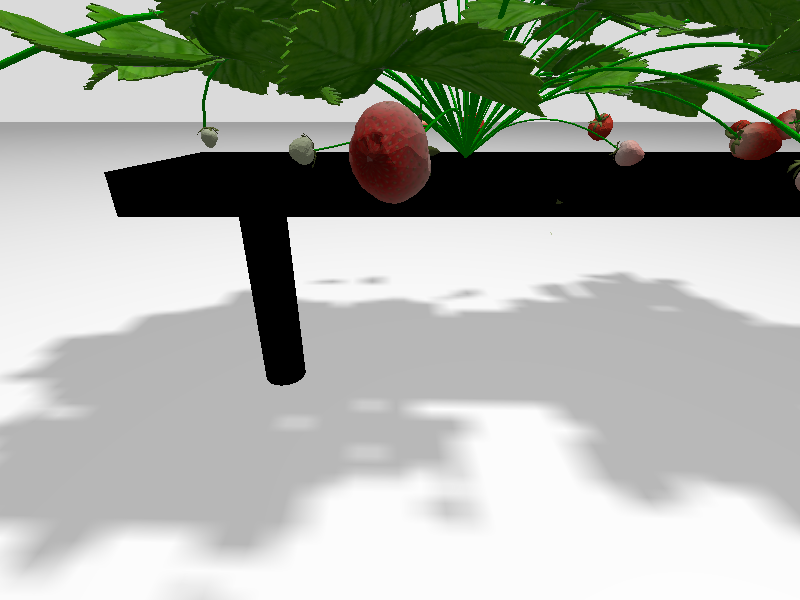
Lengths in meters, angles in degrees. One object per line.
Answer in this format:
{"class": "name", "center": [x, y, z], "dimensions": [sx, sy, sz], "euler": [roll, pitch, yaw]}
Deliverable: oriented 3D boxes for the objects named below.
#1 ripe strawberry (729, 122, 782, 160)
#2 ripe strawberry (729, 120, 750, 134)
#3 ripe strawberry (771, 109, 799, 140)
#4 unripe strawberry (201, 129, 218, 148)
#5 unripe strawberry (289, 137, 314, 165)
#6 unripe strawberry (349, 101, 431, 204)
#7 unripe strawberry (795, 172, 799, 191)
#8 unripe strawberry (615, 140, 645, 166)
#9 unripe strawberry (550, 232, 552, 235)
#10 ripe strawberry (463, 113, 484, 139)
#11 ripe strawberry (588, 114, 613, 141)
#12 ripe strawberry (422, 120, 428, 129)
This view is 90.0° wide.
{"class": "ripe strawberry", "center": [0.263, -0.116, 0.295], "dimensions": [0.030, 0.026, 0.030], "euler": [12, 26, 4]}
{"class": "ripe strawberry", "center": [0.466, -0.234, 0.550], "dimensions": [0.024, 0.025, 0.026], "euler": [-4, 25, -8]}
{"class": "ripe strawberry", "center": [0.486, -0.220, 0.505], "dimensions": [0.031, 0.035, 0.034], "euler": [-2, 8, -5]}
{"class": "unripe strawberry", "center": [-0.138, -0.117, 0.290], "dimensions": [0.011, 0.013, 0.013], "euler": [-5, 26, -10]}
{"class": "unripe strawberry", "center": [-0.069, -0.104, 0.278], "dimensions": [0.017, 0.018, 0.016], "euler": [-11, 27, -21]}
{"class": "unripe strawberry", "center": [-0.005, -0.056, 0.155], "dimensions": [0.033, 0.038, 0.036], "euler": [8, 27, 16]}
{"class": "unripe strawberry", "center": [0.172, -0.049, 0.156], "dimensions": [0.020, 0.022, 0.023], "euler": [-15, -26, -29]}
{"class": "unripe strawberry", "center": [0.158, -0.101, 0.276], "dimensions": [0.017, 0.017, 0.016], "euler": [26, 33, 19]}
{"class": "unripe strawberry", "center": [0.039, -0.019, 0.097], "dimensions": [0.009, 0.010, 0.010], "euler": [2, 25, 3]}
{"class": "ripe strawberry", "center": [0.096, -0.230, 0.532], "dimensions": [0.032, 0.034, 0.035], "euler": [4, 15, 9]}
{"class": "ripe strawberry", "center": [0.245, -0.209, 0.488], "dimensions": [0.027, 0.030, 0.029], "euler": [24, -9, 41]}
{"class": "ripe strawberry", "center": [0.027, -0.225, 0.526], "dimensions": [0.021, 0.021, 0.018], "euler": [-3, 25, -6]}
